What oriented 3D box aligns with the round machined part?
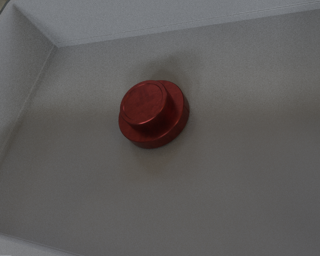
[{"bbox_3d":[-0.014,-0.025,0.414,0.098,0.042,0.098,-13,56,21],"label":"round machined part"}]
